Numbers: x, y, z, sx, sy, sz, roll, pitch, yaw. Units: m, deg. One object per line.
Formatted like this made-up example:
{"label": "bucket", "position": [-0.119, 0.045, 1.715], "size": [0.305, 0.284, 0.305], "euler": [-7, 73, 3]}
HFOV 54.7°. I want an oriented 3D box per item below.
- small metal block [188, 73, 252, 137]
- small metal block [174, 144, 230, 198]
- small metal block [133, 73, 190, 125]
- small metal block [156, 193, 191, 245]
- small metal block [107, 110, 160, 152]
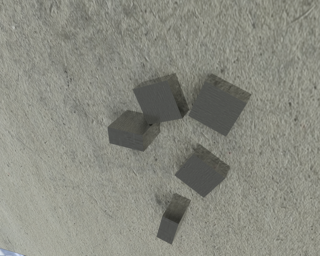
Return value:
{"label": "small metal block", "position": [0.068, -0.026, 0.355], "size": [0.050, 0.025, 0.050], "euler": [30, 128, 9]}
{"label": "small metal block", "position": [0.056, 0.058, 0.413], "size": [0.050, 0.025, 0.050], "euler": [37, 129, 3]}
{"label": "small metal block", "position": [0.002, -0.035, 0.384], "size": [0.050, 0.025, 0.050], "euler": [-10, 114, 32]}
{"label": "small metal block", "position": [0.021, 0.136, 0.464], "size": [0.025, 0.050, 0.050], "euler": [23, 127, 14]}
{"label": "small metal block", "position": [-0.033, 0.002, 0.410], "size": [0.050, 0.050, 0.025], "euler": [12, 124, 21]}
